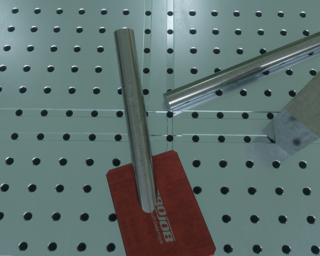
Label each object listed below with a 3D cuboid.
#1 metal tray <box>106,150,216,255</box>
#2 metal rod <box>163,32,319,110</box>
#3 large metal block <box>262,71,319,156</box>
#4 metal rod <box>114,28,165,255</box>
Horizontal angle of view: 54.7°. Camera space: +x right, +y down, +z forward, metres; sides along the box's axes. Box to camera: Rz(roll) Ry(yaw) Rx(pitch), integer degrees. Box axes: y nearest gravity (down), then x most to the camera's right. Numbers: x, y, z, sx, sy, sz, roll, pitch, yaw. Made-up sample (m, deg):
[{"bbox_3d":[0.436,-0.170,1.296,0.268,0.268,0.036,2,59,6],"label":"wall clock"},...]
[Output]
[{"bbox_3d":[-0.002,0.098,0.358,0.091,0.030,0.130,-17,58,-7],"label":"metal tray"},{"bbox_3d":[0.147,-0.093,0.446,0.302,0.025,0.025,-22,72,-8],"label":"metal rod"},{"bbox_3d":[0.186,-0.019,0.391,0.080,0.080,0.050,-42,76,-14],"label":"large metal block"},{"bbox_3d":[-0.022,0.030,0.363,0.025,0.025,0.298,-8,84,-3],"label":"metal rod"}]
